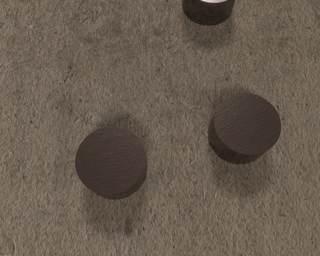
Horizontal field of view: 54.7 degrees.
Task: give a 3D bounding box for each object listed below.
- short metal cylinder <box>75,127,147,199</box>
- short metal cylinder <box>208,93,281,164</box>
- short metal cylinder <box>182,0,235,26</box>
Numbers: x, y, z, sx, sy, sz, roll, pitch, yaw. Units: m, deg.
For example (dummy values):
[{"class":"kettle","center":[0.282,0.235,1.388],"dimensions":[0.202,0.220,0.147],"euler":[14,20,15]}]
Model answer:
[{"class":"short metal cylinder","center":[-0.057,0.044,0.378],"dimensions":[0.081,0.050,0.080],"euler":[0,70,0]},{"class":"short metal cylinder","center":[0.105,0.002,0.395],"dimensions":[0.081,0.050,0.080],"euler":[0,70,0]},{"class":"short metal cylinder","center":[0.076,-0.205,0.471],"dimensions":[0.081,0.050,0.080],"euler":[0,70,0]}]
